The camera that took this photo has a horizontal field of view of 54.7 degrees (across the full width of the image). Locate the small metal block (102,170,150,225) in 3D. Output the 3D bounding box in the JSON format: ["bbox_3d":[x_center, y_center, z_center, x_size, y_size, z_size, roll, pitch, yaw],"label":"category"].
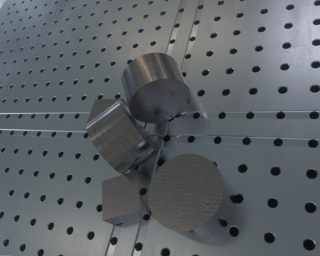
[{"bbox_3d":[-0.042,0.085,0.378,0.050,0.025,0.050,-20,54,16],"label":"small metal block"}]

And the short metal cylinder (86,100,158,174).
[{"bbox_3d":[-0.047,0.011,0.390,0.050,0.080,0.080,-37,51,3],"label":"short metal cylinder"}]

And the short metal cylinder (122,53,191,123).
[{"bbox_3d":[-0.006,-0.051,0.408,0.080,0.080,0.050,-27,52,11],"label":"short metal cylinder"}]

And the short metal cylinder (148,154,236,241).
[{"bbox_3d":[0.035,0.074,0.329,0.080,0.050,0.080,-13,56,21],"label":"short metal cylinder"}]

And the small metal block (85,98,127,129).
[{"bbox_3d":[-0.077,-0.015,0.458,0.050,0.025,0.050,0,62,28],"label":"small metal block"}]
